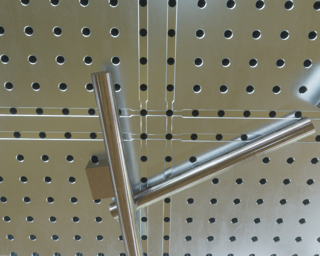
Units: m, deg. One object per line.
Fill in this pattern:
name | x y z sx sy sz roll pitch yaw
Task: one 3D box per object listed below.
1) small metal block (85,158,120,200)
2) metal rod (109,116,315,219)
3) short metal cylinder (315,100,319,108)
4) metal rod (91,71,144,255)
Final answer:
small metal block | -0.073 0.071 0.439 0.050 0.025 0.050 -8 110 3
metal rod | 0.066 0.059 0.435 0.301 0.025 0.025 -25 108 9
short metal cylinder | 0.242 -0.025 0.377 0.080 0.080 0.050 30 107 -11
metal rod | -0.051 0.075 0.413 0.025 0.025 0.298 -7 109 2
